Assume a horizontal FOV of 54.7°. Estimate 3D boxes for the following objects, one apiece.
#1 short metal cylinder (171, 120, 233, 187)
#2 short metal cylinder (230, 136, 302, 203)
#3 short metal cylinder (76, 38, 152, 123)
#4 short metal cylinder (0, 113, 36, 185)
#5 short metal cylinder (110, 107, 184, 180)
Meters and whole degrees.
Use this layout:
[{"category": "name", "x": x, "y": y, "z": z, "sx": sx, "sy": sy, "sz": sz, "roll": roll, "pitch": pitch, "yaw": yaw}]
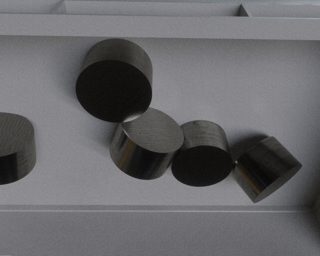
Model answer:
[{"category": "short metal cylinder", "x": 0.055, "y": 0.035, "z": 0.424, "sx": 0.081, "sy": 0.050, "sz": 0.079, "roll": 0, "pitch": 130, "yaw": 0}, {"category": "short metal cylinder", "x": 0.142, "y": 0.057, "z": 0.419, "sx": 0.081, "sy": 0.050, "sz": 0.080, "roll": -28, "pitch": 150, "yaw": -17}, {"category": "short metal cylinder", "x": -0.049, "y": -0.052, "z": 0.347, "sx": 0.081, "sy": 0.050, "sz": 0.079, "roll": 0, "pitch": 130, "yaw": 0}, {"category": "short metal cylinder", "x": -0.201, "y": 0.025, "z": 0.391, "sx": 0.081, "sy": 0.080, "sz": 0.050, "roll": 8, "pitch": 130, "yaw": -8}, {"category": "short metal cylinder", "x": -0.017, "y": 0.018, "z": 0.388, "sx": 0.081, "sy": 0.080, "sz": 0.050, "roll": 16, "pitch": 128, "yaw": -14}]
